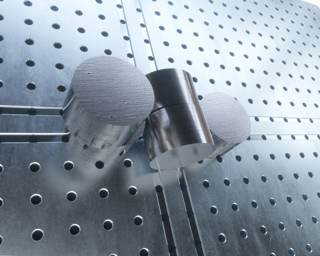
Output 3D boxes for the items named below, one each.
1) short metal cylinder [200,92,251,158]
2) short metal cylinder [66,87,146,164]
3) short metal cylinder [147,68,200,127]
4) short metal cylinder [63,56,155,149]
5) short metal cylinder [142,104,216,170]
[{"bbox_3d":[0.079,-0.004,0.436,0.081,0.050,0.080,14,56,-21],"label":"short metal cylinder"},{"bbox_3d":[-0.063,-0.004,0.360,0.081,0.050,0.080,14,56,-21],"label":"short metal cylinder"},{"bbox_3d":[0.009,-0.032,0.397,0.081,0.080,0.050,1,62,-28],"label":"short metal cylinder"},{"bbox_3d":[-0.053,-0.025,0.313,0.081,0.050,0.080,14,56,-21],"label":"short metal cylinder"},{"bbox_3d":[0.021,0.013,0.376,0.081,0.080,0.050,-1,63,-29],"label":"short metal cylinder"}]
